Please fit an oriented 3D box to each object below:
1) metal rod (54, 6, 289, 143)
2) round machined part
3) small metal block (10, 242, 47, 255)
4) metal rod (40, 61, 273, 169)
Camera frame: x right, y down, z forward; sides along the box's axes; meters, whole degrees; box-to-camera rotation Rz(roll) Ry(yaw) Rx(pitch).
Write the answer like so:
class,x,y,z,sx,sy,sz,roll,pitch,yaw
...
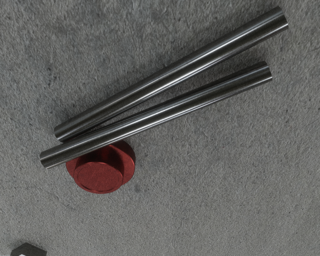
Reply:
class,x,y,z,sx,sy,sz,roll,pitch,yaw
metal rod,-0.004,-0.052,0.363,0.300,0.025,0.025,-25,126,19
round machined part,-0.085,0.058,0.444,0.099,0.042,0.097,0,130,0
small metal block,-0.268,0.261,0.627,0.050,0.025,0.050,-33,123,25
metal rod,-0.014,-0.011,0.382,0.301,0.025,0.025,-22,127,11
